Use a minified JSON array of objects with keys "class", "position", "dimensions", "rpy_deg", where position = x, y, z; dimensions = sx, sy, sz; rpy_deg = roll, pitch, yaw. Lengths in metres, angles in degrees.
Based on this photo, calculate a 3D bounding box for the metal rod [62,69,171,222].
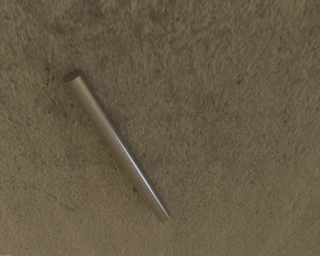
[{"class":"metal rod","position":[-0.047,0.046,0.445],"dimensions":[0.025,0.025,0.299],"rpy_deg":[-17,129,13]}]
